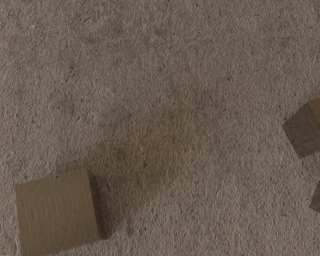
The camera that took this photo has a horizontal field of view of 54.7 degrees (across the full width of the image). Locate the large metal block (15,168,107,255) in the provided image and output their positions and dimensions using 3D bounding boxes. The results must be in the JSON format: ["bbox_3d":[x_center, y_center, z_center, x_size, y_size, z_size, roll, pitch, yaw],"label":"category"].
[{"bbox_3d":[-0.112,0.099,0.358,0.081,0.050,0.080,-13,71,-5],"label":"large metal block"}]

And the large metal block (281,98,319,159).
[{"bbox_3d":[0.212,-0.007,0.383,0.080,0.080,0.050,-20,71,-7],"label":"large metal block"}]

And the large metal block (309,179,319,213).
[{"bbox_3d":[0.241,0.076,0.368,0.080,0.050,0.080,28,72,9],"label":"large metal block"}]
